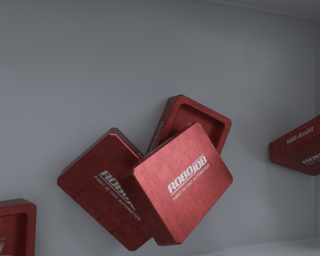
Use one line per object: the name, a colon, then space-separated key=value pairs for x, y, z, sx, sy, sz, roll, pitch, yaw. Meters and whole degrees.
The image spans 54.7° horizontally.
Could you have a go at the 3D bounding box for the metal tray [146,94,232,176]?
metal tray: x=0.033 y=0.031 z=0.419 sx=0.090 sy=0.030 sz=0.130 roll=25 pitch=82 yaw=-19

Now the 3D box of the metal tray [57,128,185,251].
metal tray: x=-0.044 y=0.075 z=0.374 sx=0.090 sy=0.030 sz=0.130 roll=-41 pitch=103 yaw=7

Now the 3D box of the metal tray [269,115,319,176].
metal tray: x=0.233 y=0.024 z=0.439 sx=0.091 sy=0.129 sz=0.030 roll=18 pitch=57 yaw=-17

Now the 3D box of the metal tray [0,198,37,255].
metal tray: x=-0.195 y=0.125 z=0.307 sx=0.131 sy=0.030 sz=0.089 roll=3 pitch=89 yaw=-46

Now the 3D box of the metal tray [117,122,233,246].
metal tray: x=0.024 y=0.059 z=0.358 sx=0.131 sy=0.030 sz=0.090 roll=-34 pitch=93 yaw=-45
